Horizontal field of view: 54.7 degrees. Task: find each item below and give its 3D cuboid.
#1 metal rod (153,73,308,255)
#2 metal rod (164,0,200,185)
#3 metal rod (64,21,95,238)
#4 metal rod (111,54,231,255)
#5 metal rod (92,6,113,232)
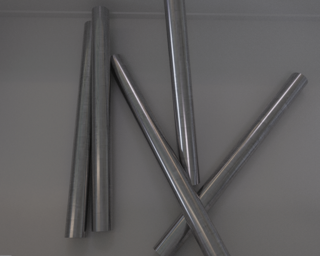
[{"bbox_3d":[0.099,0.039,0.395,0.025,0.025,0.301,39,74,13],"label":"metal rod"},{"bbox_3d":[0.024,-0.079,0.374,0.025,0.025,0.298,-6,95,-2],"label":"metal rod"},{"bbox_3d":[-0.100,-0.012,0.413,0.025,0.025,0.299,0,70,0],"label":"metal rod"},{"bbox_3d":[0.000,0.023,0.383,0.025,0.025,0.299,-25,66,-9],"label":"metal rod"},{"bbox_3d":[-0.076,-0.023,0.404,0.025,0.025,0.299,-3,75,-1],"label":"metal rod"}]
